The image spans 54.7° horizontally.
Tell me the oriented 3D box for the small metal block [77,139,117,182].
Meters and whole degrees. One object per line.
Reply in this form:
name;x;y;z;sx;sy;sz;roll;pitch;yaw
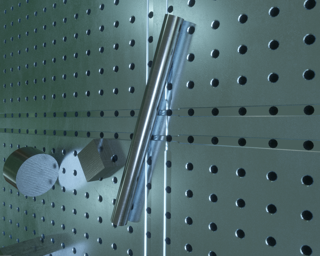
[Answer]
small metal block;-0.101;0.051;0.493;0.050;0.025;0.050;-39;66;33

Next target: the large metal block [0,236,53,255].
large metal block;-0.262;0.265;0.590;0.050;0.081;0.079;31;110;35

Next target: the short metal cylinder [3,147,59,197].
short metal cylinder;-0.236;0.079;0.569;0.050;0.081;0.079;16;100;39

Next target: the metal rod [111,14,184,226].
metal rod;-0.021;-0.002;0.426;0.025;0.025;0.298;26;106;37
